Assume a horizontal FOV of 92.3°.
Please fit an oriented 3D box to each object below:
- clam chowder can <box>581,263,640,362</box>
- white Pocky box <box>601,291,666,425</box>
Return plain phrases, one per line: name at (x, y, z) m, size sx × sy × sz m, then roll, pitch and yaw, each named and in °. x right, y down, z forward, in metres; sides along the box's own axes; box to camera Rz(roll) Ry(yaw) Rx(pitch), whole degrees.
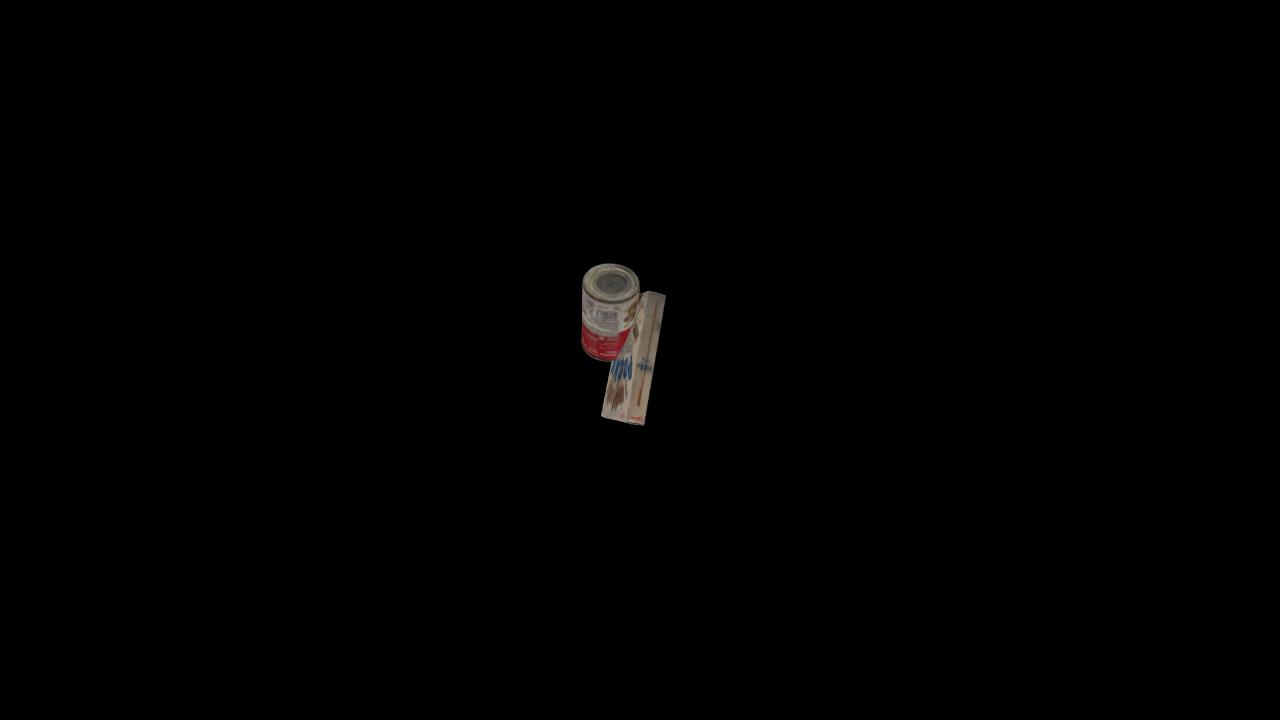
clam chowder can at (-0.037, -0.056, 0.734) m, size 0.068 × 0.068 × 0.102 m, roll 0°, pitch -41°, yaw -5°
white Pocky box at (-0.008, -0.002, 0.735) m, size 0.028 × 0.154 × 0.084 m, roll 12°, pitch -5°, yaw -23°
